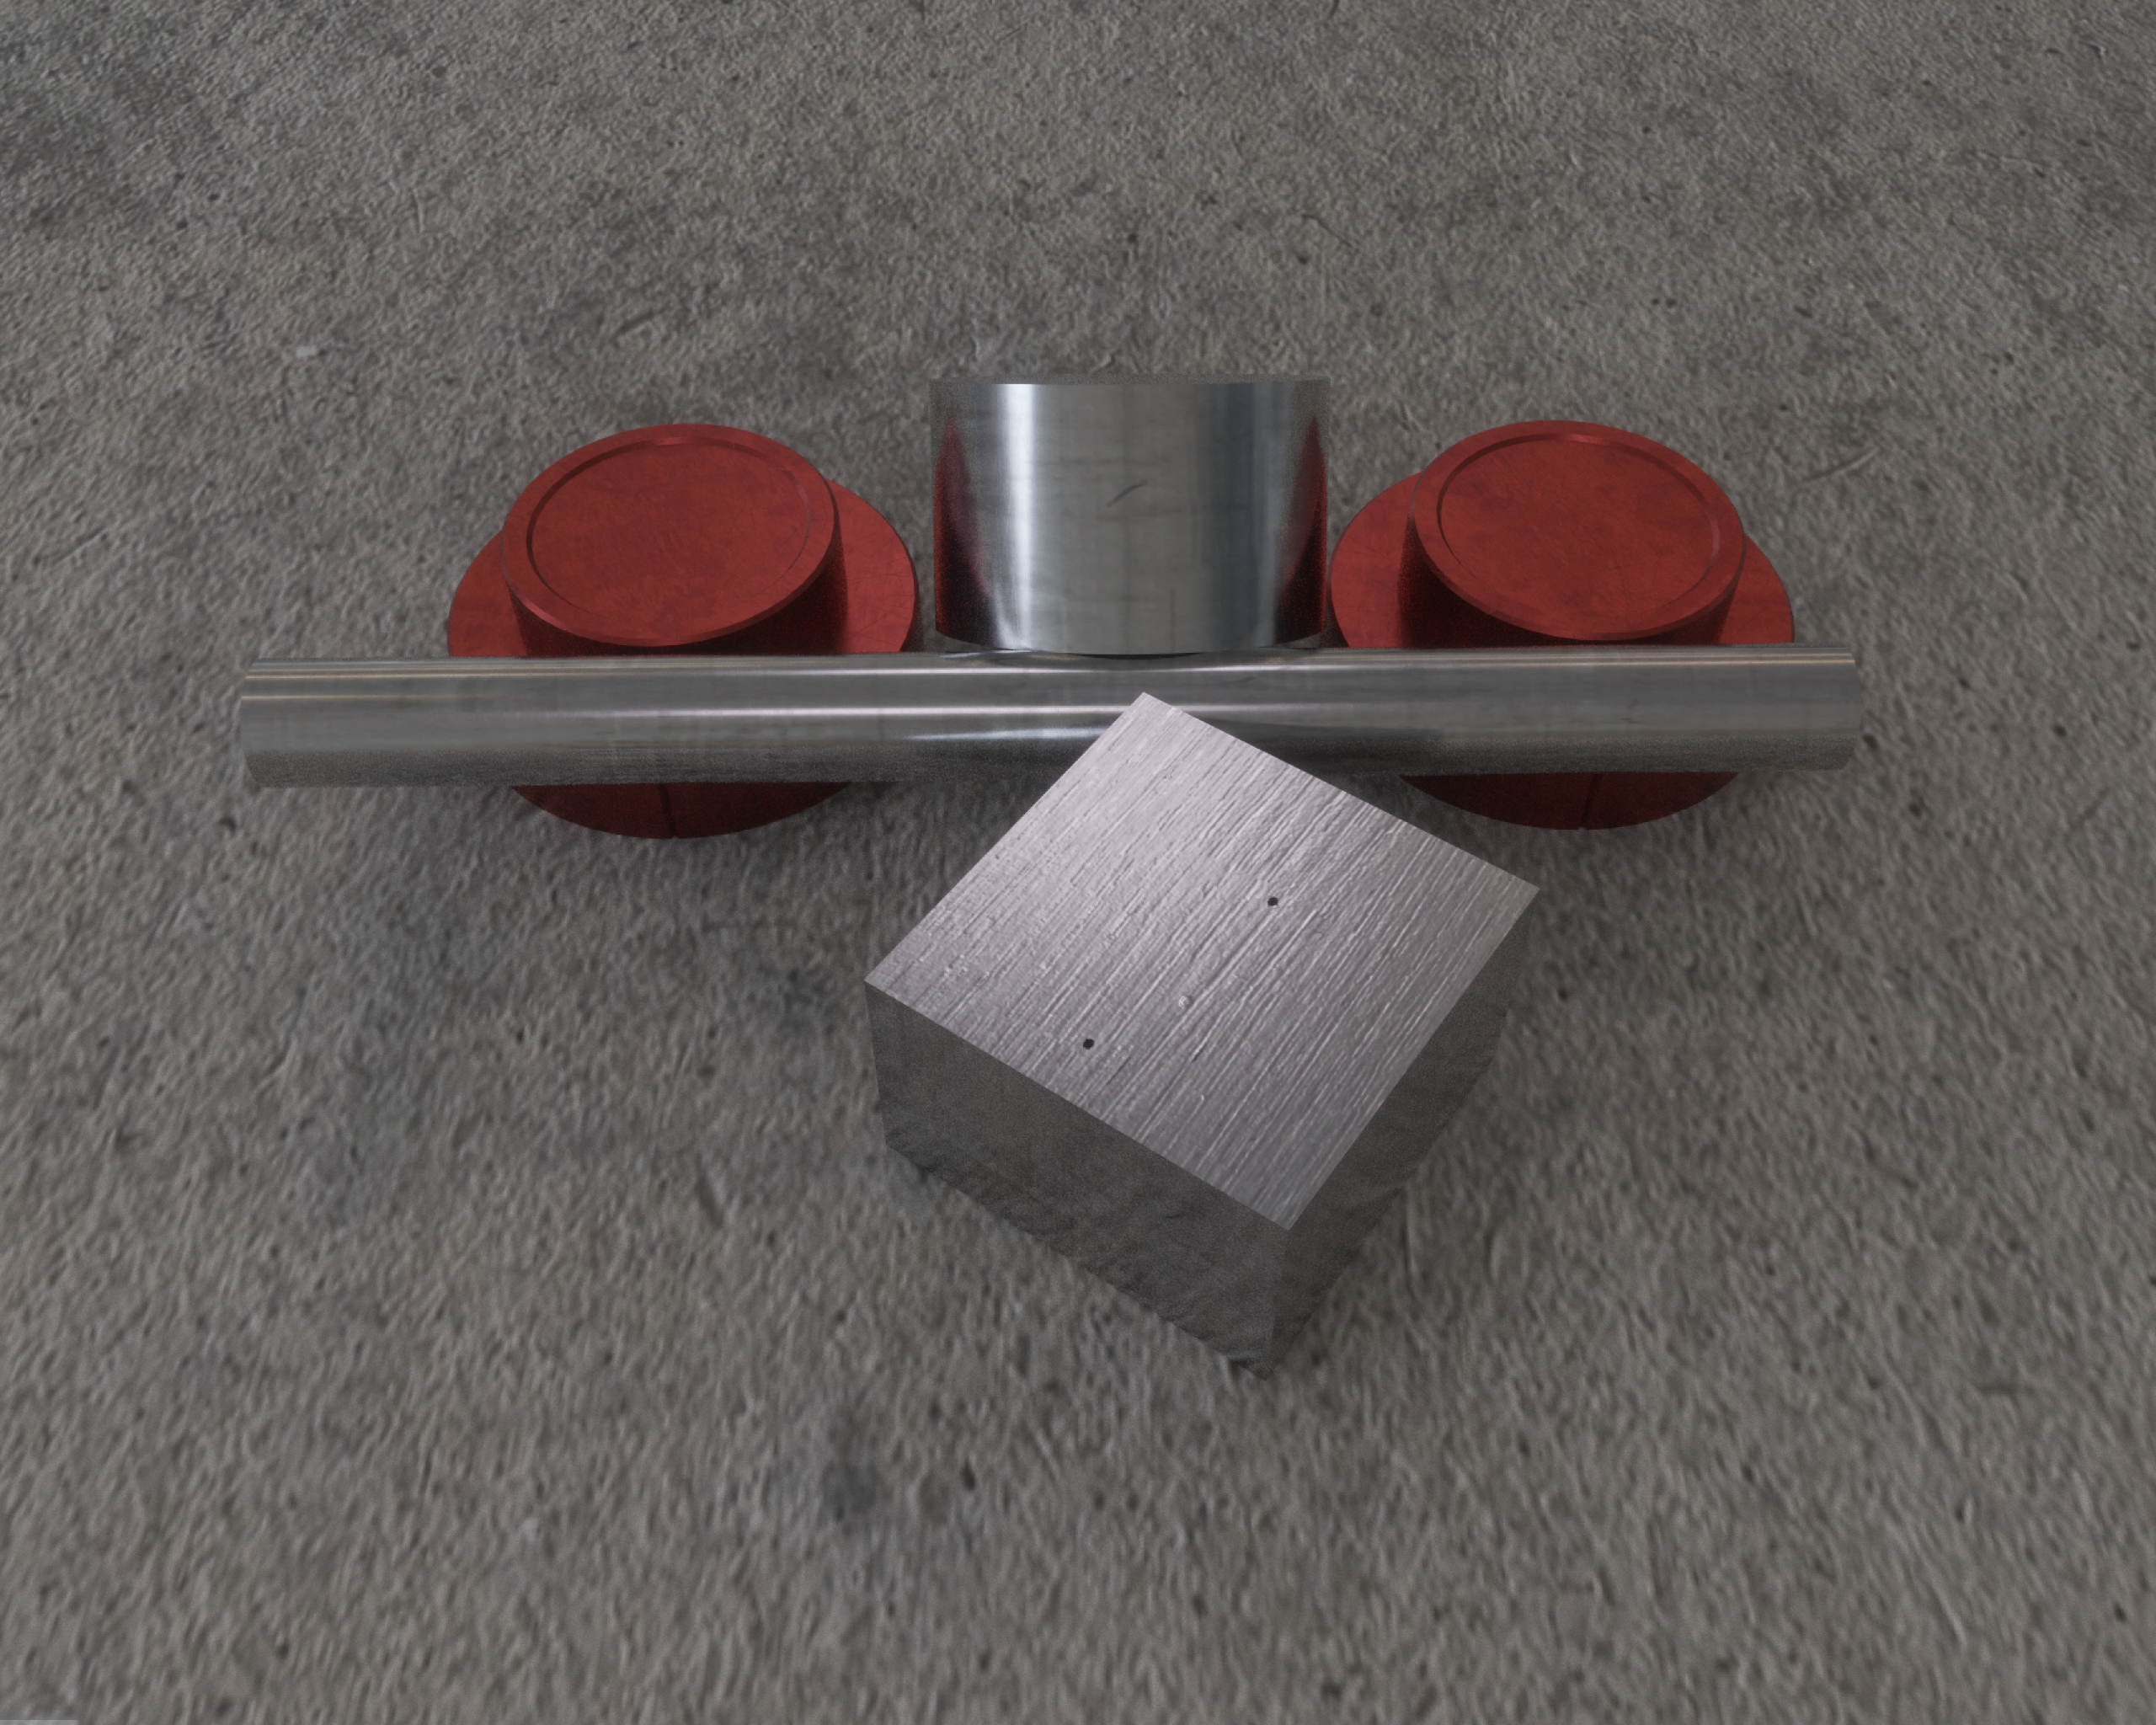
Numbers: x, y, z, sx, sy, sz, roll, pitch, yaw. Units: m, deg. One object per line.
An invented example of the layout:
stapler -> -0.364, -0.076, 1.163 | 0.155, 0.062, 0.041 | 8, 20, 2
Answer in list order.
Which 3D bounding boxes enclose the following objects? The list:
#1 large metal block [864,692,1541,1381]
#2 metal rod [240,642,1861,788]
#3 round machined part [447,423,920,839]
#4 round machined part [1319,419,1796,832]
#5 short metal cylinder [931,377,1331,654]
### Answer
large metal block -> 0.022, 0.028, 0.363 | 0.080, 0.050, 0.080 | 28, 56, 22
metal rod -> -0.004, -0.028, 0.401 | 0.302, 0.025, 0.025 | -1, 50, -1
round machined part -> -0.083, -0.055, 0.438 | 0.099, 0.042, 0.098 | 0, 50, 0
round machined part -> 0.102, -0.056, 0.442 | 0.099, 0.042, 0.098 | 0, 50, 0
short metal cylinder -> 0.011, -0.073, 0.426 | 0.080, 0.050, 0.080 | 0, 15, 0
